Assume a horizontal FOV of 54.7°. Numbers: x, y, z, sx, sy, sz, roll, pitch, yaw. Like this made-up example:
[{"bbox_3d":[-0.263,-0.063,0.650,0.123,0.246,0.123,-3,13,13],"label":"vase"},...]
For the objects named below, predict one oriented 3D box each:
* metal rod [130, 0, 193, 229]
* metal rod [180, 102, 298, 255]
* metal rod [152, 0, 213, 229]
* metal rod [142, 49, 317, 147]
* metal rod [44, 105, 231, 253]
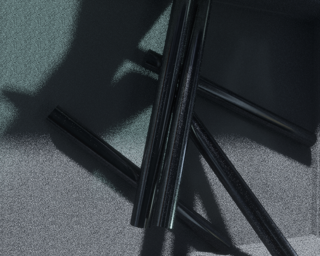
[{"bbox_3d":[0.004,-0.028,0.385,0.025,0.025,0.298,12,86,-20],"label":"metal rod"},{"bbox_3d":[0.092,0.069,0.381,0.025,0.025,0.299,-29,75,-18],"label":"metal rod"},{"bbox_3d":[0.031,-0.032,0.384,0.025,0.025,0.299,16,76,-20],"label":"metal rod"},{"bbox_3d":[0.113,-0.036,0.453,0.302,0.025,0.025,23,82,-19],"label":"metal rod"},{"bbox_3d":[-0.017,0.075,0.405,0.300,0.025,0.025,40,77,-16],"label":"metal rod"}]
